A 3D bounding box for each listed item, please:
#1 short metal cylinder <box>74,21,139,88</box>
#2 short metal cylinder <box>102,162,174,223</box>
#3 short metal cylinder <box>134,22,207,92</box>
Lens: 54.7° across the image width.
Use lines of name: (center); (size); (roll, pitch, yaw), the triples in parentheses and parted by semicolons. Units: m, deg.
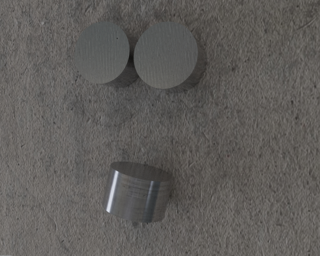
short metal cylinder: (-0.067, -0.097, 0.419); (0.080, 0.050, 0.080); (0, 90, 20)
short metal cylinder: (-0.028, 0.078, 0.389); (0.080, 0.080, 0.050); (15, 95, 19)
short metal cylinder: (0.014, -0.086, 0.391); (0.080, 0.050, 0.080); (0, 90, 20)
